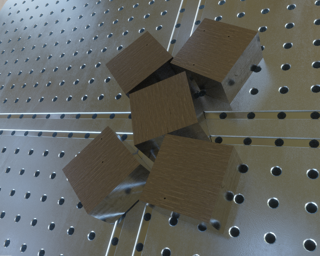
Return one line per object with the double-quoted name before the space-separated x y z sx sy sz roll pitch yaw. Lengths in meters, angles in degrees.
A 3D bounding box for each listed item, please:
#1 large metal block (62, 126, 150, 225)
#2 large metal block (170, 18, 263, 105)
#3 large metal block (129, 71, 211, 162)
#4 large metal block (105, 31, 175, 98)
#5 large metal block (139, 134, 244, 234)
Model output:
"large metal block" -0.063 0.058 0.388 0.080 0.050 0.080 -44 51 -3
"large metal block" 0.075 -0.089 0.407 0.080 0.050 0.080 30 78 35
"large metal block" 0.011 -0.014 0.395 0.080 0.050 0.080 -20 54 16
"large metal block" -0.022 -0.083 0.455 0.080 0.050 0.080 -38 50 3
"large metal block" 0.036 0.059 0.338 0.080 0.050 0.080 10 66 32
